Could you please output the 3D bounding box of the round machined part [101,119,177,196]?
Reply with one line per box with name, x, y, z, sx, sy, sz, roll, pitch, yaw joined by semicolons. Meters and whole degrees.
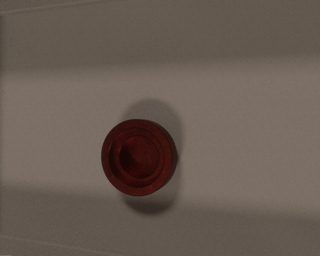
round machined part;-0.024;0.037;0.409;0.098;0.042;0.097;0;90;19
